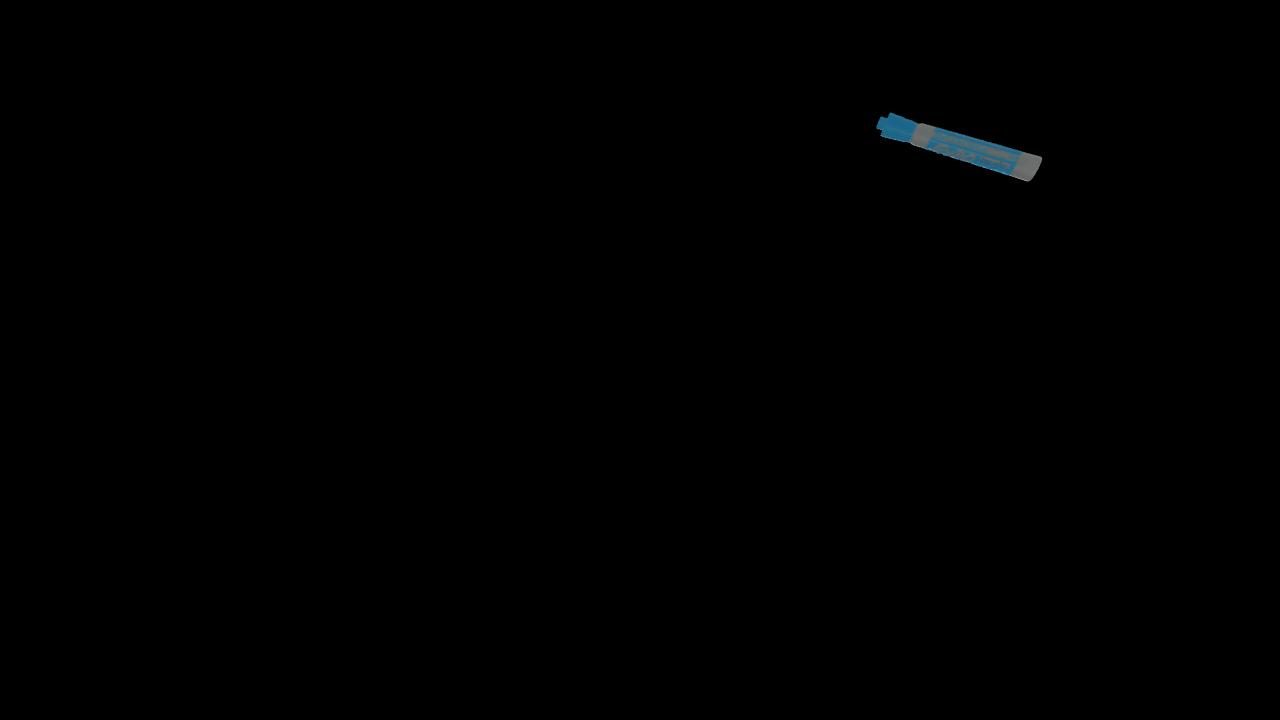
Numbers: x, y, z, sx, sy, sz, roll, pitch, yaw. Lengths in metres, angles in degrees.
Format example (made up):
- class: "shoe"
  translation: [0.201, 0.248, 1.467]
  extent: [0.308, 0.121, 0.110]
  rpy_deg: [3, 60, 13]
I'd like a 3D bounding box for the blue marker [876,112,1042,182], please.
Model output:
- class: "blue marker"
  translation: [0.244, -0.167, 0.478]
  extent: [0.121, 0.020, 0.020]
  rpy_deg: [24, 6, 15]
